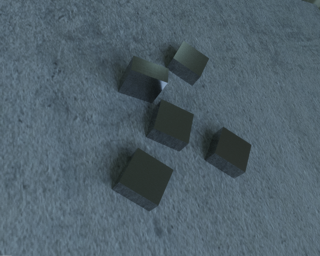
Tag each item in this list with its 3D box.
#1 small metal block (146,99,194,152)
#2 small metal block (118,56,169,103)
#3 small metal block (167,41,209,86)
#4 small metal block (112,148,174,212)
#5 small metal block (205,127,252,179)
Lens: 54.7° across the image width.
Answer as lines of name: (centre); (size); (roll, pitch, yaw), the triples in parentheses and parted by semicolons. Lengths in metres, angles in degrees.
small metal block: (0.014, -0.003, 0.415); (0.050, 0.025, 0.050); (24, 53, -14)
small metal block: (-0.022, -0.064, 0.416); (0.050, 0.050, 0.025); (17, 55, -19)
small metal block: (0.045, -0.103, 0.493); (0.050, 0.025, 0.050); (33, 51, -7)
small metal block: (-0.019, 0.060, 0.359); (0.050, 0.025, 0.050); (33, 51, -7)
small metal block: (0.097, 0.035, 0.437); (0.050, 0.025, 0.050); (32, 51, -8)
